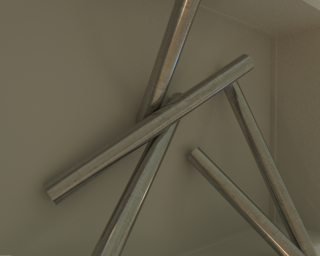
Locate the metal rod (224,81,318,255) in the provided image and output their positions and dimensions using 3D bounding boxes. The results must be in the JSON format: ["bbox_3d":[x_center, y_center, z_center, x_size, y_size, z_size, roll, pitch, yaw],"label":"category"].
[{"bbox_3d":[0.154,0.046,0.459,0.025,0.025,0.299,-9,72,-40],"label":"metal rod"}]

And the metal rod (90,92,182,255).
[{"bbox_3d":[-0.023,0.064,0.336,0.025,0.025,0.301,52,44,-28],"label":"metal rod"}]

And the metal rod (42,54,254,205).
[{"bbox_3d":[0.004,-0.011,0.370,0.302,0.025,0.025,-34,112,-22],"label":"metal rod"}]

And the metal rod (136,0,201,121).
[{"bbox_3d":[0.028,-0.129,0.321,0.025,0.025,0.298,-8,130,-40],"label":"metal rod"}]

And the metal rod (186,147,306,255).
[{"bbox_3d":[0.149,0.141,0.416,0.025,0.025,0.300,-35,74,-35],"label":"metal rod"}]
